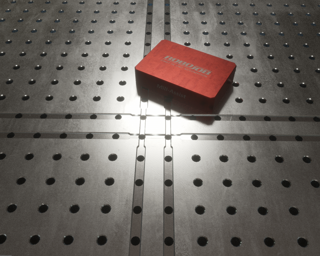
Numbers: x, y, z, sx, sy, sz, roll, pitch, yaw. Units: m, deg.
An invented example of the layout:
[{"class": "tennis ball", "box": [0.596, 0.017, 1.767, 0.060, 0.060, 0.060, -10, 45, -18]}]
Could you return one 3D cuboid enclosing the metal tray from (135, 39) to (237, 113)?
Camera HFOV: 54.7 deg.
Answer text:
[{"class": "metal tray", "box": [0.039, -0.083, 0.475, 0.130, 0.030, 0.090, 24, 54, 18]}]
